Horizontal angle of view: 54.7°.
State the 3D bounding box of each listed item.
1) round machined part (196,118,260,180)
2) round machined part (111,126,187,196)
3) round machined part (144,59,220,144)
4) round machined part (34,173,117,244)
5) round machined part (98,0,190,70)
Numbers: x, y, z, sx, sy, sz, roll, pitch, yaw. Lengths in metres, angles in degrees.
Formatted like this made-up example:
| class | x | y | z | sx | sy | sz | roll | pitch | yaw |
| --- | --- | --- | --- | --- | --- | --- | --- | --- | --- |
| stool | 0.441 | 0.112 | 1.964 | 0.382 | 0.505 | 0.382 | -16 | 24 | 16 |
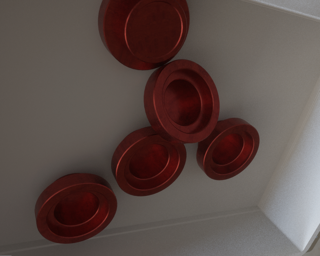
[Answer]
| class | x | y | z | sx | sy | sz | roll | pitch | yaw |
| --- | --- | --- | --- | --- | --- | --- | --- | --- | --- |
| round machined part | 0.097 | 0.027 | 0.467 | 0.099 | 0.042 | 0.097 | -14 | 124 | -21 |
| round machined part | -0.018 | 0.040 | 0.412 | 0.099 | 0.042 | 0.097 | -14 | 124 | -21 |
| round machined part | 0.022 | -0.029 | 0.372 | 0.099 | 0.042 | 0.097 | 5 | 82 | -34 |
| round machined part | -0.109 | 0.097 | 0.398 | 0.099 | 0.042 | 0.097 | -14 | 124 | -21 |
| round machined part | -0.011 | -0.107 | 0.325 | 0.099 | 0.042 | 0.097 | -14 | 124 | -21 |
